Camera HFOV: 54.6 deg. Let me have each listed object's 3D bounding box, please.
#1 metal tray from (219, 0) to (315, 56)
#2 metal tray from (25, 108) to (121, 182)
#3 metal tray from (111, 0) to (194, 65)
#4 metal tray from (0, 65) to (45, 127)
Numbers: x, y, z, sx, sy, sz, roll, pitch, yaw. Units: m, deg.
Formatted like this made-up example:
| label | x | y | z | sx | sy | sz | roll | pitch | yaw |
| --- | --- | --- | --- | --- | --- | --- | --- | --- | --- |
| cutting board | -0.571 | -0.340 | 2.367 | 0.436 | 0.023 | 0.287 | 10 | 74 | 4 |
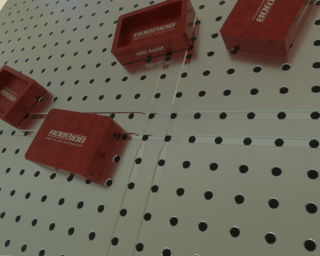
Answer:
| label | x | y | z | sx | sy | sz | roll | pitch | yaw |
| --- | --- | --- | --- | --- | --- | --- | --- | --- | --- |
| metal tray | 0.152 | -0.164 | 0.426 | 0.090 | 0.030 | 0.130 | 21 | 73 | 36 |
| metal tray | -0.131 | 0.022 | 0.462 | 0.130 | 0.030 | 0.090 | 9 | 66 | 32 |
| metal tray | -0.012 | -0.160 | 0.510 | 0.130 | 0.030 | 0.090 | -8 | 58 | 24 |
| metal tray | -0.291 | -0.065 | 0.599 | 0.130 | 0.030 | 0.090 | 26 | 75 | 37 |
